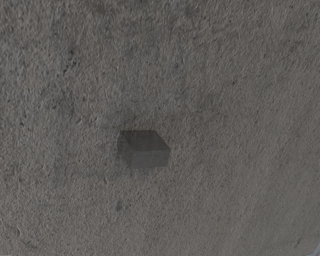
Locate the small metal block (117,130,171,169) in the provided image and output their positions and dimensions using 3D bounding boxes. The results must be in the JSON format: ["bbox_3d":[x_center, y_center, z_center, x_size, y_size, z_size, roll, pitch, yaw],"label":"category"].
[{"bbox_3d":[-0.021,0.026,0.394,0.050,0.050,0.025,-1,119,-28],"label":"small metal block"}]
